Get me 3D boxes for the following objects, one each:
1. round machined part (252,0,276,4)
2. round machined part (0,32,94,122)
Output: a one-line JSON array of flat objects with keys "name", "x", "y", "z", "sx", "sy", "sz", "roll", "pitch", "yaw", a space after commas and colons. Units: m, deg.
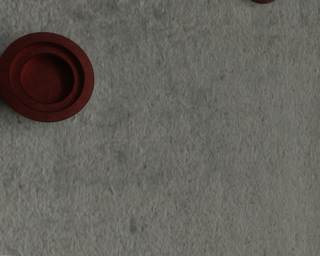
[{"name": "round machined part", "x": 0.163, "y": -0.241, "z": 0.461, "sx": 0.099, "sy": 0.042, "sz": 0.097, "roll": 0, "pitch": 90, "yaw": -21}, {"name": "round machined part", "x": -0.128, "y": -0.055, "z": 0.353, "sx": 0.099, "sy": 0.042, "sz": 0.097, "roll": 0, "pitch": 90, "yaw": -21}]
